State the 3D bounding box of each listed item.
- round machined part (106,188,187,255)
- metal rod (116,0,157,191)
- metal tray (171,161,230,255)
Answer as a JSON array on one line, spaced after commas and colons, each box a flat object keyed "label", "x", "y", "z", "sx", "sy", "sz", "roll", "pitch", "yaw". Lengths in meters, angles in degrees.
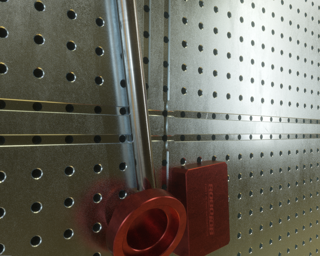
[{"label": "round machined part", "x": -0.019, "y": 0.116, "z": 0.372, "sx": 0.099, "sy": 0.042, "sz": 0.097, "roll": -13, "pitch": 115, "yaw": -30}, {"label": "metal rod", "x": -0.032, "y": -0.071, "z": 0.383, "sx": 0.025, "sy": 0.025, "sz": 0.298, "roll": -10, "pitch": 97, "yaw": -40}, {"label": "metal tray", "x": 0.063, "y": 0.118, "z": 0.461, "sx": 0.091, "sy": 0.030, "sz": 0.129, "roll": -5, "pitch": 93, "yaw": -40}]
